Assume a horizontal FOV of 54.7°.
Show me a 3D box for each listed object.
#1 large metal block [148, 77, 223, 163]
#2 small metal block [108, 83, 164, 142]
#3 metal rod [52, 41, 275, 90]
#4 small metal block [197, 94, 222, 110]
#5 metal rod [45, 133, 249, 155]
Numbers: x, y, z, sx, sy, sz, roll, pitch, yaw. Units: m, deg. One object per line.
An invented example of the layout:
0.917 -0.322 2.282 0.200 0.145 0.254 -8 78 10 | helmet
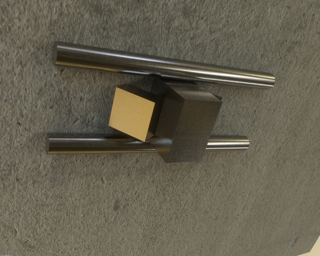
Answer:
0.021 -0.014 0.380 0.050 0.080 0.079 1 118 -29 | large metal block
-0.028 -0.019 0.365 0.025 0.050 0.050 -36 146 -60 | small metal block
0.027 -0.071 0.381 0.303 0.025 0.025 1 118 -29 | metal rod
0.062 -0.016 0.416 0.025 0.050 0.050 19 114 9 | small metal block
0.004 0.021 0.425 0.303 0.025 0.025 2 118 -30 | metal rod
